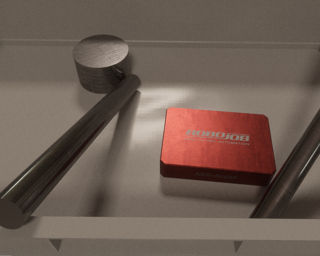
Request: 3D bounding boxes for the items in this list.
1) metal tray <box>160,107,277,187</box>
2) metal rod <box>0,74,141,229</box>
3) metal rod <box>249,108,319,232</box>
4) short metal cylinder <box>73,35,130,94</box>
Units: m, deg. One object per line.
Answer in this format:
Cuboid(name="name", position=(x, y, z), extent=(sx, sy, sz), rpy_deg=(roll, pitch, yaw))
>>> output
Cuboid(name="metal tray", position=(0.069, 0.021, 0.385), extent=(0.131, 0.030, 0.090), rpy_deg=(5, 50, 3))
Cuboid(name="metal rod", position=(-0.070, -0.007, 0.331), extent=(0.025, 0.025, 0.301), rpy_deg=(10, 26, 8))
Cuboid(name="metal rod", position=(0.192, -0.018, 0.345), extent=(0.025, 0.025, 0.300), rpy_deg=(33, 81, 24))
Cuboid(name="short metal cylinder", position=(-0.086, -0.097, 0.470), extent=(0.081, 0.050, 0.080), rpy_deg=(0, 50, 0))
